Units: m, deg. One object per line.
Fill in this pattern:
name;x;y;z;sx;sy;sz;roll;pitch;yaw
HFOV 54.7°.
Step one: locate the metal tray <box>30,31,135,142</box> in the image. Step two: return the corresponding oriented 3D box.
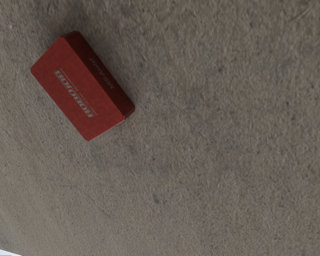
metal tray;-0.106;-0.053;0.425;0.090;0.030;0.130;-28;103;37
